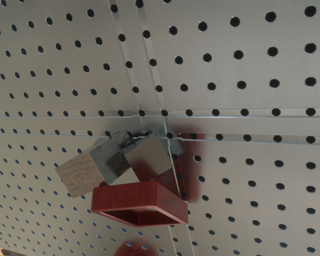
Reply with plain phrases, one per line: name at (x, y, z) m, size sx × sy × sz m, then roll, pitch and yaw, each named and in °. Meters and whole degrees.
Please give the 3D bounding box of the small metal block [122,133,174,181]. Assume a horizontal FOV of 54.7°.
small metal block at (-0.017, 0.041, 0.427) m, size 0.050 × 0.025 × 0.050 m, roll -30°, pitch 107°, yaw -6°

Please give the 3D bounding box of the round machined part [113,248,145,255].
round machined part at (-0.057, 0.285, 0.605) m, size 0.098 × 0.042 × 0.097 m, roll 13°, pitch 124°, yaw 20°

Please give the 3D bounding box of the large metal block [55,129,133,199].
large metal block at (-0.088, 0.051, 0.448) m, size 0.080 × 0.080 × 0.050 m, roll -25°, pitch 97°, yaw 36°

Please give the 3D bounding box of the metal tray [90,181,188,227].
metal tray at (-0.023, 0.110, 0.429) m, size 0.090 × 0.030 × 0.130 m, roll -10°, pitch 151°, yaw 20°
